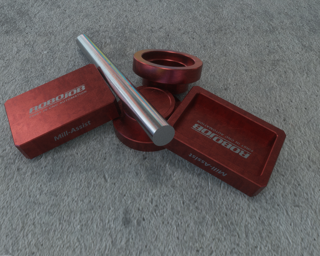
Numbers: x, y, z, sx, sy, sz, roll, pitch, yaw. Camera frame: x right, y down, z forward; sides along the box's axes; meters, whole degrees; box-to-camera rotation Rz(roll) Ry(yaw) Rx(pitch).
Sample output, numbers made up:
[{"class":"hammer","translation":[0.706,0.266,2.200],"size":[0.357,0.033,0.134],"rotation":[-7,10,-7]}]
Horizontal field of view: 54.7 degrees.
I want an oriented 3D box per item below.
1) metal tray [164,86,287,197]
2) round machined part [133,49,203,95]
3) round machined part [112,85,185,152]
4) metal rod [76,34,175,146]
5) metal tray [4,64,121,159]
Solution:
[{"class":"metal tray","translation":[0.076,0.012,0.378],"size":[0.130,0.030,0.090],"rotation":[30,55,10]},{"class":"round machined part","translation":[0.010,-0.080,0.447],"size":[0.099,0.042,0.098],"rotation":[6,28,-3]},{"class":"round machined part","translation":[-0.014,-0.020,0.411],"size":[0.099,0.042,0.098],"rotation":[0,50,0]},{"class":"metal rod","translation":[-0.063,-0.070,0.420],"size":[0.025,0.025,0.300],"rotation":[-22,40,-17]},{"class":"metal tray","translation":[-0.129,-0.026,0.408],"size":[0.131,0.030,0.090],"rotation":[-27,52,-11]}]
